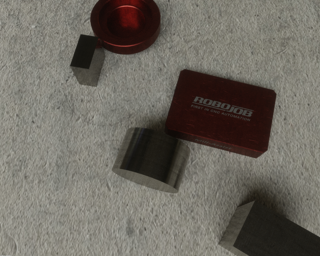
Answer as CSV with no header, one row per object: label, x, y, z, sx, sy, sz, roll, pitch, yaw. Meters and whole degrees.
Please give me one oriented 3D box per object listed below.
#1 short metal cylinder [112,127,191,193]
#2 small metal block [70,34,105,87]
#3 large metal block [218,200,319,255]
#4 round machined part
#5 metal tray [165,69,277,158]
short metal cylinder,-0.010,0.039,0.365,0.080,0.080,0.050,17,71,6
small metal block,-0.098,-0.092,0.428,0.025,0.050,0.050,10,70,4
large metal block,0.117,0.125,0.334,0.080,0.080,0.050,29,73,10
round machined part,-0.048,-0.149,0.453,0.099,0.042,0.098,0,70,0
metal tray,0.080,-0.020,0.414,0.131,0.030,0.090,14,71,5
